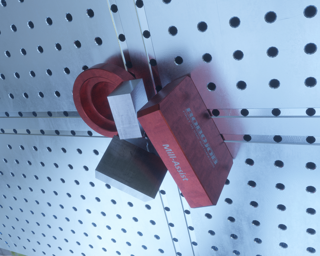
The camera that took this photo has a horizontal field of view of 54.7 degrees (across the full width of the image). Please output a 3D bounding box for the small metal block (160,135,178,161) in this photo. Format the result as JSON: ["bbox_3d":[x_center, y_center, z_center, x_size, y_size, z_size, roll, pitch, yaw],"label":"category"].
[{"bbox_3d":[0.028,0.030,0.407,0.050,0.025,0.050,19,131,30],"label":"small metal block"}]

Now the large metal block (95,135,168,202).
[{"bbox_3d":[-0.040,0.059,0.421,0.080,0.050,0.080,27,161,-3],"label":"large metal block"}]

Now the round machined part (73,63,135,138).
[{"bbox_3d":[-0.061,-0.039,0.406,0.098,0.042,0.097,13,124,20],"label":"round machined part"}]

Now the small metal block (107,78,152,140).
[{"bbox_3d":[-0.032,-0.022,0.344,0.025,0.050,0.050,-7,115,15],"label":"small metal block"}]

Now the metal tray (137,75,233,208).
[{"bbox_3d":[0.035,0.015,0.359,0.030,0.090,0.130,-19,109,35],"label":"metal tray"}]
